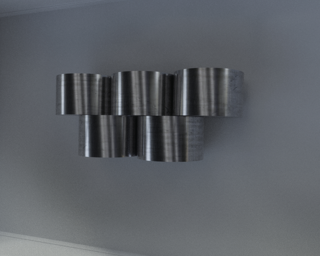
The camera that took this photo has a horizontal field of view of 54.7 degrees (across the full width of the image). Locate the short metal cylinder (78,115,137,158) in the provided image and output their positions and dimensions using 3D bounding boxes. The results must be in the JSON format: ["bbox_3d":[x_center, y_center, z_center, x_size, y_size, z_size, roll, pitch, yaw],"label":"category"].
[{"bbox_3d":[-0.064,0.009,0.402,0.080,0.080,0.050,1,91,20],"label":"short metal cylinder"}]

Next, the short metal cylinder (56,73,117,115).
[{"bbox_3d":[-0.097,-0.042,0.414,0.080,0.080,0.050,1,91,20],"label":"short metal cylinder"}]

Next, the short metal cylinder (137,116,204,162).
[{"bbox_3d":[0.013,0.011,0.375,0.080,0.080,0.050,1,91,20],"label":"short metal cylinder"}]

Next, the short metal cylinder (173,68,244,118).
[{"bbox_3d":[0.055,-0.038,0.360,0.080,0.080,0.050,2,91,20],"label":"short metal cylinder"}]

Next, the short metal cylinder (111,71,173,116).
[{"bbox_3d":[-0.021,-0.040,0.387,0.080,0.080,0.050,1,91,20],"label":"short metal cylinder"}]
